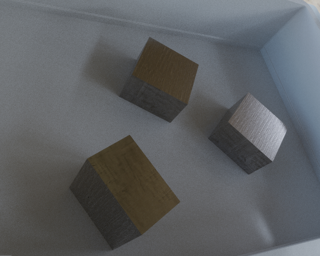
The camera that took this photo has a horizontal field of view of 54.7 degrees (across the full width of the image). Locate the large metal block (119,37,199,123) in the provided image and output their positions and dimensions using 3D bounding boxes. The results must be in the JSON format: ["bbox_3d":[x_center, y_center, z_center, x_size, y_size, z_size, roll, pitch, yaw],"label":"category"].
[{"bbox_3d":[0.000,-0.067,0.432,0.080,0.050,0.080,27,52,-12],"label":"large metal block"}]

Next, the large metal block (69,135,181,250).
[{"bbox_3d":[-0.039,0.066,0.310,0.050,0.080,0.080,-31,79,-38],"label":"large metal block"}]

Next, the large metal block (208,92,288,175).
[{"bbox_3d":[0.131,0.007,0.458,0.080,0.050,0.080,42,51,0],"label":"large metal block"}]
